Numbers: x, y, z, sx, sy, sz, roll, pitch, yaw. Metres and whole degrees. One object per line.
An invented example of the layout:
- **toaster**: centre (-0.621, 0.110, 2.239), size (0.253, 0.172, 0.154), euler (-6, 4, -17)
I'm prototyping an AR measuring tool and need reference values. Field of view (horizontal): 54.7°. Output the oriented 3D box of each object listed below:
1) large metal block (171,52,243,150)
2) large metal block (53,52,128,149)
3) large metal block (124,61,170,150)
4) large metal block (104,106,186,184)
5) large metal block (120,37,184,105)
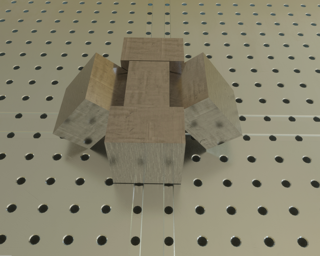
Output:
- **large metal block**: centre (0.057, -0.033, 0.389), size (0.050, 0.080, 0.080), euler (-26, 43, 28)
- **large metal block**: centre (-0.085, -0.033, 0.390), size (0.050, 0.080, 0.080), euler (28, 43, -29)
- **large metal block**: centre (-0.014, -0.028, 0.394), size (0.050, 0.080, 0.080), euler (1, 50, 0)
- **large metal block**: centre (-0.015, 0.021, 0.353), size (0.081, 0.080, 0.050), euler (1, 50, 0)
- **large metal block**: centre (-0.009, -0.079, 0.436), size (0.081, 0.080, 0.050), euler (1, 50, 0)
